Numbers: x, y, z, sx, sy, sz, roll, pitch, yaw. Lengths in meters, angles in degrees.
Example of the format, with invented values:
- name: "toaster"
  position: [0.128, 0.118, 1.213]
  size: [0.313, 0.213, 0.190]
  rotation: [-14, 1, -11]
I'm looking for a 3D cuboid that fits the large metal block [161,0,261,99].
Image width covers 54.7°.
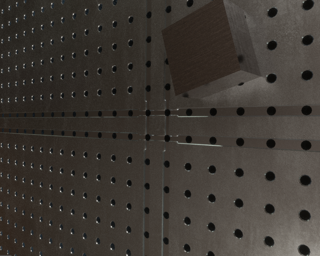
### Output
- name: "large metal block"
  position: [0.056, -0.084, 0.346]
  size: [0.080, 0.050, 0.080]
  rotation: [-19, 78, 38]
